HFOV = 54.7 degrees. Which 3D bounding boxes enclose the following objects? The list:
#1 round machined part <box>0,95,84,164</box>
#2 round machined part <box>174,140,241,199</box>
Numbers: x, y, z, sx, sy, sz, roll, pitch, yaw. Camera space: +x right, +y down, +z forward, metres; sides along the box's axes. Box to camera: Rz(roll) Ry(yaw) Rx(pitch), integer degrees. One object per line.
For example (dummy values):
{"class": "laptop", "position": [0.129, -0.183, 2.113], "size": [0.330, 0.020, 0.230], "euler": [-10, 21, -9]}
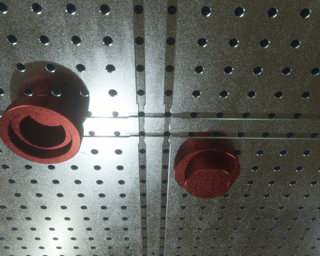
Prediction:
{"class": "round machined part", "position": [-0.147, -0.002, 0.397], "size": [0.099, 0.042, 0.097], "euler": [-1, 130, 0]}
{"class": "round machined part", "position": [0.070, 0.068, 0.459], "size": [0.099, 0.042, 0.097], "euler": [0, 130, 0]}
